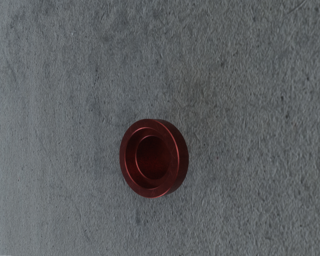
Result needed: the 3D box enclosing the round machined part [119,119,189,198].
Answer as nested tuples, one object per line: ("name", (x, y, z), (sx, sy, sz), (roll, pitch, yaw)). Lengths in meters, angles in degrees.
("round machined part", (-0.003, 0.037, 0.396), (0.098, 0.042, 0.097), (0, 90, 39))
